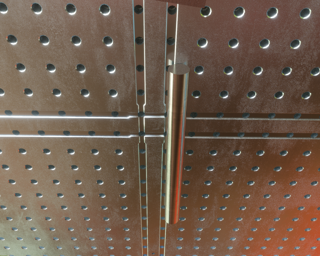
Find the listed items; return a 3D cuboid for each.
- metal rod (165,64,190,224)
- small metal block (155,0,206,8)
[{"bbox_3d":[0.021,0.046,0.451,0.025,0.025,0.298,0,130,0],"label":"metal rod"},{"bbox_3d":[0.022,-0.145,0.289,0.050,0.025,0.050,7,130,-6],"label":"small metal block"}]
